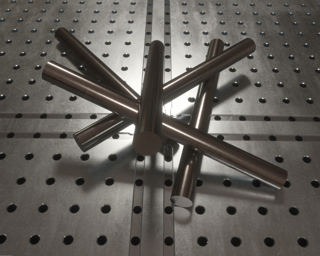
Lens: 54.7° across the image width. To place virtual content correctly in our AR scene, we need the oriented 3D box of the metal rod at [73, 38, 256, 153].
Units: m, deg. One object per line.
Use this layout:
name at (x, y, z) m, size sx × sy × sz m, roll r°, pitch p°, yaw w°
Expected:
metal rod at (0.023, -0.055, 0.420) m, size 0.302 × 0.025 × 0.025 m, roll -32°, pitch 57°, yaw -24°

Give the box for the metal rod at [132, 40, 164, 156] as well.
metal rod at (-0.008, -0.061, 0.394) m, size 0.025 × 0.025 × 0.300 m, roll 1°, pitch 30°, yaw 1°

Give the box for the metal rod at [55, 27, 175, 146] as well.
metal rod at (-0.078, -0.076, 0.470) m, size 0.025 × 0.025 × 0.300 m, roll -32°, pitch 57°, yaw -24°

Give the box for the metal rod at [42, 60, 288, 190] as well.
metal rod at (0.005, -0.004, 0.361) m, size 0.301 × 0.025 × 0.025 m, roll 25°, pitch 53°, yaw 0°

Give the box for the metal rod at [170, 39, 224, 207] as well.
metal rod at (0.060, -0.030, 0.433) m, size 0.025 × 0.025 × 0.300 m, roll 11°, pitch 51°, yaw 9°
